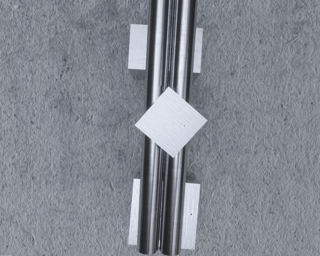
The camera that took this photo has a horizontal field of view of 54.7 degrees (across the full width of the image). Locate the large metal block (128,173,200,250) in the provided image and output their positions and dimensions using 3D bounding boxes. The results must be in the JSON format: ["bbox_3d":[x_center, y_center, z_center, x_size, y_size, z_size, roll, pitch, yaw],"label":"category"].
[{"bbox_3d":[0.005,0.104,0.398,0.080,0.050,0.080,5,90,0],"label":"large metal block"}]

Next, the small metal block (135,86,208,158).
[{"bbox_3d":[0.011,-0.007,0.314,0.050,0.025,0.050,41,95,-6],"label":"small metal block"}]

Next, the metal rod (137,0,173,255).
[{"bbox_3d":[-0.006,-0.008,0.338,0.025,0.025,0.298,3,97,0],"label":"metal rod"}]

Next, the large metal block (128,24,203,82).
[{"bbox_3d":[0.006,-0.089,0.384,0.080,0.080,0.050,3,90,0],"label":"large metal block"}]

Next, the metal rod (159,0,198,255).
[{"bbox_3d":[0.020,-0.007,0.338,0.025,0.025,0.298,3,97,0],"label":"metal rod"}]
